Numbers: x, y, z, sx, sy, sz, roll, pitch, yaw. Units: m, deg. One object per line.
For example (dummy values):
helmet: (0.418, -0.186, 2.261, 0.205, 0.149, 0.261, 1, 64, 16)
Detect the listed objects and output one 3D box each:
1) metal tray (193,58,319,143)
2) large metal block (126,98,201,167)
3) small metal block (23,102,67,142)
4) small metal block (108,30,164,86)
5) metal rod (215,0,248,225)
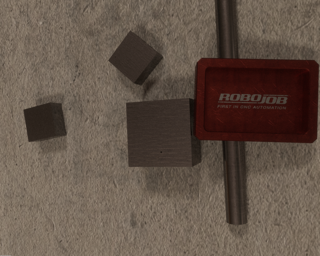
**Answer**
metal tray: (0.105, -0.030, 0.348, 0.131, 0.030, 0.089, 2, 90, 2)
large metal block: (0.006, 0.007, 0.393, 0.080, 0.050, 0.079, -3, 89, 19)
small metal block: (-0.174, -0.008, 0.469, 0.050, 0.025, 0.050, -12, 86, 19)
small metal block: (-0.033, -0.094, 0.420, 0.050, 0.025, 0.050, 43, 103, 14)
metal rod: (0.086, -0.035, 0.378, 0.025, 0.025, 0.298, -3, 89, 19)
